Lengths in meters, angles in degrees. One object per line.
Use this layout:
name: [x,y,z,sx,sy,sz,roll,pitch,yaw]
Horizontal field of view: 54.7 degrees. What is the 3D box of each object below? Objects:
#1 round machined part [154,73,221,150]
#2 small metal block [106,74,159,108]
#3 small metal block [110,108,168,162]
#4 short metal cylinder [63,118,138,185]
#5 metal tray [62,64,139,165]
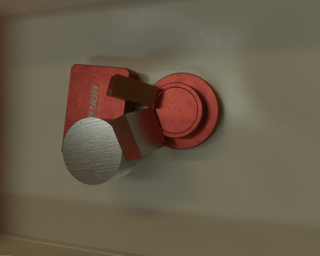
round machined part: [0.025,-0.021,0.390,0.098,0.042,0.097,0,90,19]
small metal block: [-0.036,-0.045,0.380,0.050,0.050,0.025,16,90,-18]
small metal block: [-0.024,0.006,0.361,0.025,0.050,0.050,-23,89,37]
short metal cylinder: [-0.073,0.027,0.388,0.080,0.050,0.079,0,90,19]
metal tray: [-0.084,-0.020,0.432,0.090,0.030,0.129,8,93,19]
